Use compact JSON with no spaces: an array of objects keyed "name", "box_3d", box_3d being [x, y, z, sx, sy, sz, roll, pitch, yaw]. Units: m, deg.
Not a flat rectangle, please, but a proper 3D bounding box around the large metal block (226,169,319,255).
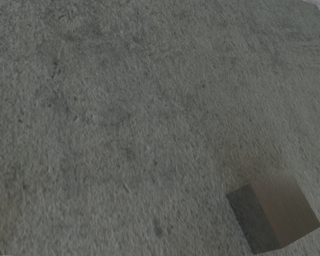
[{"name":"large metal block","box_3d":[0.147,0.107,0.404,0.081,0.050,0.080,-10,67,-33]}]
